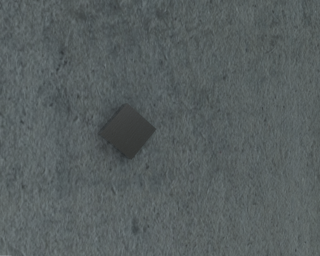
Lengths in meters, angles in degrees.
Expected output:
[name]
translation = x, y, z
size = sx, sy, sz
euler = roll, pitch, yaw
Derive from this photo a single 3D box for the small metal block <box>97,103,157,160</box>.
[small metal block]
translation = -0.042, 0.004, 0.393
size = 0.050, 0.025, 0.050
euler = 42, 77, -15
